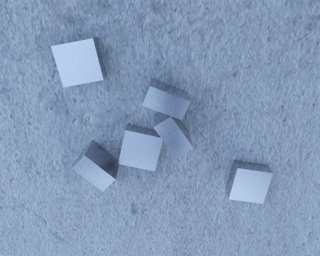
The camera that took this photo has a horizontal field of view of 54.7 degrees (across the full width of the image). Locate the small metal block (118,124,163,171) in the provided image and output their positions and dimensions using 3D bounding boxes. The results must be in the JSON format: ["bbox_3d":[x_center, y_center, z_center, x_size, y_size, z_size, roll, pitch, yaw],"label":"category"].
[{"bbox_3d":[-0.026,0.026,0.419,0.050,0.025,0.050,12,110,-5],"label":"small metal block"}]

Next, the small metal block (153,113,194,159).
[{"bbox_3d":[0.017,0.003,0.398,0.025,0.050,0.050,-33,107,11],"label":"small metal block"}]

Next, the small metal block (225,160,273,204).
[{"bbox_3d":[0.125,0.077,0.440,0.050,0.025,0.050,9,110,-4],"label":"small metal block"}]

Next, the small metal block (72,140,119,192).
[{"bbox_3d":[-0.084,0.049,0.414,0.050,0.050,0.025,41,105,-14],"label":"small metal block"}]

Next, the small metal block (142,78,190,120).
[{"bbox_3d":[0.007,-0.037,0.383,0.050,0.050,0.025,20,109,-8],"label":"small metal block"}]

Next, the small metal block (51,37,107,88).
[{"bbox_3d":[-0.098,-0.081,0.379,0.050,0.025,0.050,-10,110,3],"label":"small metal block"}]
